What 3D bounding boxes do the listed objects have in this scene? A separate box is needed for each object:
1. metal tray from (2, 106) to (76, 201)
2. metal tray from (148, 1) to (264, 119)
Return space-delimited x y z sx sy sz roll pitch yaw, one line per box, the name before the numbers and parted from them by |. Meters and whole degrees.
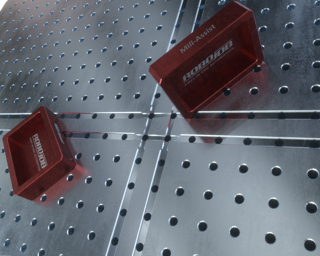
metal tray | -0.193 0.035 0.486 0.090 0.030 0.130 -38 51 2
metal tray | 0.061 -0.079 0.383 0.130 0.090 0.030 -38 51 3
